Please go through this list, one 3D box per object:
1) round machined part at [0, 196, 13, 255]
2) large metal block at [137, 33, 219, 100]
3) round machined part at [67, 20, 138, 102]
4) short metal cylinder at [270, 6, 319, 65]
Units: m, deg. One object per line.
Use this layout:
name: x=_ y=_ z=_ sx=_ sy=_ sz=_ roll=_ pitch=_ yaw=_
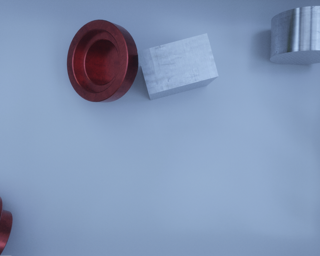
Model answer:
round machined part: x=-0.220 y=0.131 z=0.382 sx=0.042 sy=0.098 sz=0.098 roll=32 pitch=90 yaw=-36
large metal block: x=0.020 y=-0.072 z=0.384 sx=0.080 sy=0.080 sz=0.050 roll=-15 pitch=90 yaw=0
round machined part: x=-0.066 y=-0.081 z=0.388 sx=0.098 sy=0.042 sz=0.097 roll=2 pitch=94 yaw=31
short metal cylinder: x=0.180 y=-0.112 z=0.386 sx=0.081 sy=0.080 sz=0.050 roll=2 pitch=90 yaw=-1
